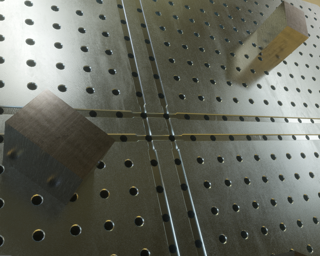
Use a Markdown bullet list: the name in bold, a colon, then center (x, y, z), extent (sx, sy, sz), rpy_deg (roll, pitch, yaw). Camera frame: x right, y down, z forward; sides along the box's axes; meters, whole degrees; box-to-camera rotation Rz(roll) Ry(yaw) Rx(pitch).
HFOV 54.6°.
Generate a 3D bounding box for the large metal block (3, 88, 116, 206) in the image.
- **large metal block**: center (-0.101, 0.022, 0.305), extent (0.080, 0.080, 0.050), rpy_deg (38, 51, -3)

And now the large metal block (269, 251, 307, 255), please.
- **large metal block**: center (0.152, 0.181, 0.344), extent (0.080, 0.080, 0.050), rpy_deg (25, 53, -13)

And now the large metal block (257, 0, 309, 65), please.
- **large metal block**: center (0.240, -0.188, 0.616), extent (0.050, 0.080, 0.080), rpy_deg (22, 54, -15)
